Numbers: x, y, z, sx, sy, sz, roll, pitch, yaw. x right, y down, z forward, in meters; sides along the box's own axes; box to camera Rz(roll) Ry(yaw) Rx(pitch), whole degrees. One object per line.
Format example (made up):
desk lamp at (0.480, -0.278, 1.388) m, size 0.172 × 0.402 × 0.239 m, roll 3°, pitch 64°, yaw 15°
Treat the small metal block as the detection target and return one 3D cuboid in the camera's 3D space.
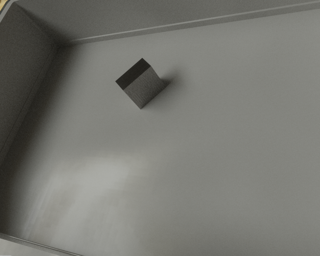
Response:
small metal block at (-0.027, -0.062, 0.443) m, size 0.050 × 0.050 × 0.025 m, roll -41°, pitch 51°, yaw 0°
